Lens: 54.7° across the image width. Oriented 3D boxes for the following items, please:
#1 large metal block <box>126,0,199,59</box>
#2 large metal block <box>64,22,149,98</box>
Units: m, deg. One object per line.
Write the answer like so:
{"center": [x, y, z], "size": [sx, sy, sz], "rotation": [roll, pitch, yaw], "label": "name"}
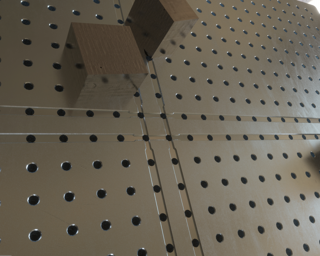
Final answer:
{"center": [0.001, -0.167, 0.477], "size": [0.050, 0.080, 0.080], "rotation": [-22, 74, -36], "label": "large metal block"}
{"center": [-0.073, -0.089, 0.408], "size": [0.081, 0.050, 0.080], "rotation": [-8, 66, -32], "label": "large metal block"}
